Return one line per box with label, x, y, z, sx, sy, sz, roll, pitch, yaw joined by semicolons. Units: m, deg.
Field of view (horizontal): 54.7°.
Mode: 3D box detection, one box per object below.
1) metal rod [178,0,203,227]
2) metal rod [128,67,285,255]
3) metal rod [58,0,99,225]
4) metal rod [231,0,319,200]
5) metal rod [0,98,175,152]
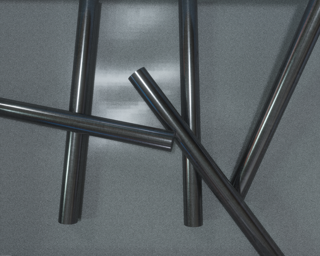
metal rod;0.041;-0.021;0.411;0.025;0.025;0.298;-1;90;0
metal rod;0.060;0.052;0.385;0.025;0.025;0.299;-37;91;0
metal rod;-0.107;-0.025;0.410;0.025;0.025;0.298;5;90;0
metal rod;0.143;-0.036;0.371;0.025;0.025;0.298;19;106;0
metal rod;-0.131;-0.012;0.387;0.301;0.025;0.025;11;90;9
